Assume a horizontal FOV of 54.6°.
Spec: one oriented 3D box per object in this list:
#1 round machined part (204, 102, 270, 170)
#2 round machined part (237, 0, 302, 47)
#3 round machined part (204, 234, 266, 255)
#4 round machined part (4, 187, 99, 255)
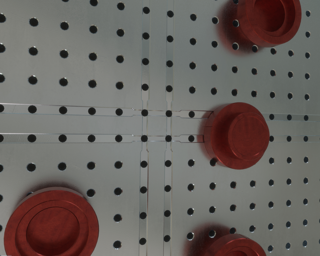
[{"bbox_3d":[0.117,0.011,0.446,0.099,0.042,0.097,0,90,-20],"label":"round machined part"},{"bbox_3d":[0.156,-0.168,0.460,0.099,0.042,0.097,0,90,-20],"label":"round machined part"},{"bbox_3d":[0.101,0.199,0.441,0.099,0.042,0.097,0,90,-20],"label":"round machined part"},{"bbox_3d":[-0.123,0.117,0.358,0.099,0.042,0.097,0,90,-20],"label":"round machined part"}]
